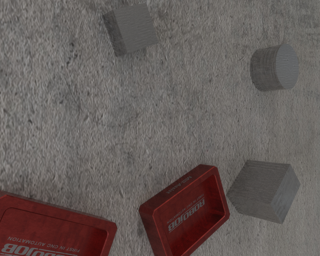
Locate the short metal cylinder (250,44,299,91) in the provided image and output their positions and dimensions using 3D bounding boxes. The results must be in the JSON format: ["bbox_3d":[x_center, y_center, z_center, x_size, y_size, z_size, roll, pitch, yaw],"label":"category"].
[{"bbox_3d":[0.208,-0.108,0.562,0.081,0.050,0.080,0,90,-40],"label":"short metal cylinder"}]

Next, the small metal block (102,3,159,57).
[{"bbox_3d":[-0.035,-0.119,0.375,0.050,0.025,0.050,-29,108,-36],"label":"small metal block"}]

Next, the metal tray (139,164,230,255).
[{"bbox_3d":[0.040,0.119,0.434,0.131,0.030,0.089,-28,107,-37],"label":"metal tray"}]

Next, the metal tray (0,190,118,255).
[{"bbox_3d":[-0.114,0.122,0.305,0.131,0.030,0.090,29,72,-36],"label":"metal tray"}]

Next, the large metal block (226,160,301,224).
[{"bbox_3d":[0.171,0.102,0.512,0.080,0.080,0.050,-50,120,-28],"label":"large metal block"}]
